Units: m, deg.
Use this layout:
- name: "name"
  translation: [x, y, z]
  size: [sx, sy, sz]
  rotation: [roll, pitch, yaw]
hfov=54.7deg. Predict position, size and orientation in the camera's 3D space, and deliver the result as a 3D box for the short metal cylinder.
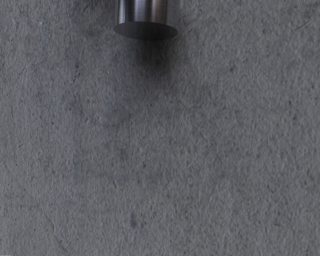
- name: "short metal cylinder"
  translation: [-0.016, -0.145, 0.385]
  size: [0.080, 0.080, 0.050]
  rotation: [3, 91, 19]
